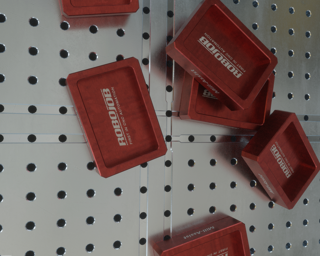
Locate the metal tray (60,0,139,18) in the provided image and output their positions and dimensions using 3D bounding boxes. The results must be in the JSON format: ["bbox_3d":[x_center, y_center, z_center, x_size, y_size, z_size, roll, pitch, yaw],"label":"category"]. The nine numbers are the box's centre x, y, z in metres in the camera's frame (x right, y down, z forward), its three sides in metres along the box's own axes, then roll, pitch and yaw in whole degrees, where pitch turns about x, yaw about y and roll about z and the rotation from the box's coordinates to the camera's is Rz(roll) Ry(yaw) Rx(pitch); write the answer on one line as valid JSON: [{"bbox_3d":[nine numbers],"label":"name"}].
[{"bbox_3d":[-0.077,-0.200,0.363,0.091,0.030,0.129,-10,108,-18],"label":"metal tray"}]

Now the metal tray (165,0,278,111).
[{"bbox_3d":[0.083,-0.095,0.407,0.130,0.030,0.090,39,77,-16],"label":"metal tray"}]

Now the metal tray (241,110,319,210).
[{"bbox_3d":[0.183,0.048,0.457,0.090,0.030,0.130,-48,121,-14],"label":"metal tray"}]

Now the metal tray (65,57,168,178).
[{"bbox_3d":[-0.054,-0.014,0.389,0.091,0.030,0.129,-20,97,-19],"label":"metal tray"}]

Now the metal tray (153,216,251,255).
[{"bbox_3d":[0.064,0.189,0.433,0.131,0.030,0.090,-13,95,-20],"label":"metal tray"}]

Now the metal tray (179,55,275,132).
[{"bbox_3d":[0.098,-0.047,0.445,0.131,0.030,0.090,9,87,-20],"label":"metal tray"}]
